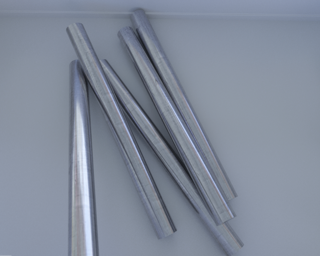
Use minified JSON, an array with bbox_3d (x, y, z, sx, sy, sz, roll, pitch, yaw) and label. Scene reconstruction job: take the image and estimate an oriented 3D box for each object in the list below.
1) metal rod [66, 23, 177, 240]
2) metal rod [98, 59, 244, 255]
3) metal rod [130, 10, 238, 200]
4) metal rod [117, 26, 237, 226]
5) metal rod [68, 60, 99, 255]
[{"bbox_3d":[-0.054,-0.006,0.396,0.025,0.025,0.299,-24,77,-8],"label":"metal rod"},{"bbox_3d":[0.001,0.026,0.399,0.025,0.025,0.299,-33,74,-11],"label":"metal rod"},{"bbox_3d":[0.025,-0.041,0.424,0.025,0.025,0.299,-22,72,-8],"label":"metal rod"},{"bbox_3d":[0.011,-0.019,0.403,0.025,0.025,0.299,-24,67,-8],"label":"metal rod"},{"bbox_3d":[-0.087,0.018,0.340,0.025,0.025,0.300,-12,47,-4],"label":"metal rod"}]
